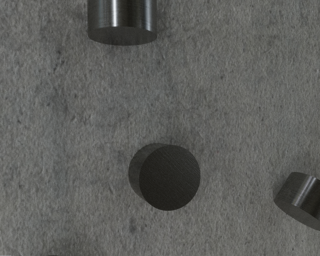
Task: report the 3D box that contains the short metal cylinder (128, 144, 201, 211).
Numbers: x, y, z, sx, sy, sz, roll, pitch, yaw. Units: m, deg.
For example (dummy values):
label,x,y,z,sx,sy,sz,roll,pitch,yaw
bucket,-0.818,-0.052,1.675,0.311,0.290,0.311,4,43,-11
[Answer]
label,x,y,z,sx,sy,sz,roll,pitch,yaw
short metal cylinder,0.005,0.060,0.399,0.081,0.050,0.079,0,90,-21

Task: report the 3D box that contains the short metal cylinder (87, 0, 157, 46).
label,x,y,z,sx,sy,sz,roll,pitch,yaw
short metal cylinder,-0.044,-0.132,0.364,0.081,0.080,0.050,-1,91,-20

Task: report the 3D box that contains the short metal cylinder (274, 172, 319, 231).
label,x,y,z,sx,sy,sz,roll,pitch,yaw
short metal cylinder,0.221,0.110,0.464,0.080,0.080,0.050,40,77,-16
